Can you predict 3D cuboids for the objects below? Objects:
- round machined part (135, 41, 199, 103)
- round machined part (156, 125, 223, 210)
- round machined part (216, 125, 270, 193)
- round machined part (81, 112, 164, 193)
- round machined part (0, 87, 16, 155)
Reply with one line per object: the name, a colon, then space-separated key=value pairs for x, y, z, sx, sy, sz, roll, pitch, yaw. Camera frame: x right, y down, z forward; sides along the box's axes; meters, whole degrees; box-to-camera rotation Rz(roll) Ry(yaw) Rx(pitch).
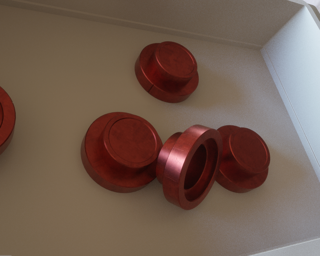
round machined part: x=0.016 y=-0.089 z=0.459 sx=0.099 sy=0.042 sz=0.098 roll=14 pitch=56 yaw=-21
round machined part: x=0.032 y=0.042 z=0.365 sx=0.042 sy=0.097 sz=0.099 roll=19 pitch=41 yaw=33
round machined part: x=0.114 y=0.038 z=0.435 sx=0.099 sy=0.042 sz=0.098 roll=14 pitch=56 yaw=-21
round machined part: x=-0.038 y=0.023 z=0.362 sx=0.099 sy=0.042 sz=0.098 roll=14 pitch=56 yaw=-21
round machined part: x=-0.192 y=-0.003 z=0.293 sx=0.099 sy=0.042 sz=0.098 roll=14 pitch=56 yaw=-21
